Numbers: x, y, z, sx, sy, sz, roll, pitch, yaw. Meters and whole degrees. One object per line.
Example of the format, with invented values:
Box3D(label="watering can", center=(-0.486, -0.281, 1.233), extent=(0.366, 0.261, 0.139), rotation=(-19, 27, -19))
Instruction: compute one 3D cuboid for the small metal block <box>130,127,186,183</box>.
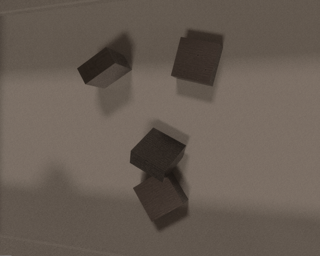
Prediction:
Box3D(label="small metal block", center=(-0.003, 0.033, 0.395), extent=(0.050, 0.050, 0.025), rotation=(29, 139, 17))

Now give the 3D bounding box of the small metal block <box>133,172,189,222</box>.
Box3D(label="small metal block", center=(0.001, 0.087, 0.409), extent=(0.050, 0.025, 0.050), rotation=(-34, 80, 16))

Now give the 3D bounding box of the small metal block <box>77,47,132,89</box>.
Box3D(label="small metal block", center=(-0.074, -0.080, 0.422), extent=(0.050, 0.050, 0.025), rotation=(-31, 80, 17))

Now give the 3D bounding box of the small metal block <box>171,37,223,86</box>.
Box3D(label="small metal block", center=(0.047, -0.084, 0.393), extent=(0.050, 0.025, 0.050), rotation=(16, 95, 19))
